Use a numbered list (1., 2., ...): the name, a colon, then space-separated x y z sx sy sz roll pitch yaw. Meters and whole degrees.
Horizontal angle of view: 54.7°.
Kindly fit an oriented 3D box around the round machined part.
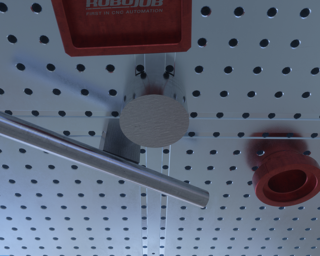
1. round machined part: 0.188 0.072 0.465 0.099 0.042 0.097 -1 130 0

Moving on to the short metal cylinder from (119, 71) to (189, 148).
1. short metal cylinder: -0.007 -0.022 0.377 0.081 0.050 0.079 0 130 0

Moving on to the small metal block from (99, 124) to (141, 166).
1. small metal block: -0.055 0.028 0.419 0.050 0.050 0.025 22 126 -18

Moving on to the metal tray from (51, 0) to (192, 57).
1. metal tray: -0.035 -0.120 0.305 0.131 0.030 0.089 -2 130 1

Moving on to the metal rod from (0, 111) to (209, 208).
1. metal rod: -0.069 0.042 0.380 0.302 0.025 0.025 24 126 -19
